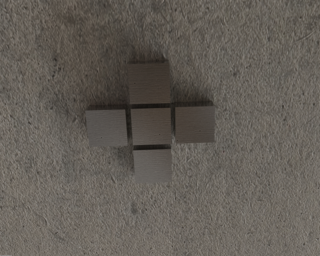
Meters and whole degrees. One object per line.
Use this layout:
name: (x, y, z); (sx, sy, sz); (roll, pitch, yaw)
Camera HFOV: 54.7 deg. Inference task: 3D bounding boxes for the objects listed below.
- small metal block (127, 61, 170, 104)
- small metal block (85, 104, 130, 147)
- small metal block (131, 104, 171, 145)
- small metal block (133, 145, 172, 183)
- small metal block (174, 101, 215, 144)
small metal block: (-0.013, -0.058, 0.390); (0.050, 0.025, 0.050); (-2, 110, 0)
small metal block: (-0.068, -0.004, 0.409); (0.050, 0.025, 0.050); (-2, 110, 0)
small metal block: (-0.011, -0.006, 0.409); (0.050, 0.025, 0.050); (-2, 110, 0)
small metal block: (-0.009, 0.048, 0.429); (0.050, 0.025, 0.050); (-2, 110, 0)
small metal block: (0.045, -0.008, 0.409); (0.050, 0.025, 0.050); (-2, 110, 0)
